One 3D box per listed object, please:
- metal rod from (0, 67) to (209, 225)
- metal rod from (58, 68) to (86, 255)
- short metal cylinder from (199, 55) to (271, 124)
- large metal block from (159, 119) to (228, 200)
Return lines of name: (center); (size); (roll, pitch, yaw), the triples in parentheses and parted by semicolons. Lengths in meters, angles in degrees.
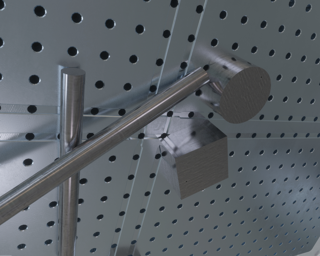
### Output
metal rod: (-0.064, 0.015, 0.358); (0.301, 0.025, 0.025); (-35, 130, -16)
metal rod: (-0.115, 0.071, 0.392); (0.025, 0.025, 0.298); (-4, 121, -27)
short metal cylinder: (0.100, -0.053, 0.418); (0.081, 0.050, 0.079); (-14, 124, -21)
large metal block: (0.051, 0.045, 0.451); (0.081, 0.050, 0.080); (-22, 127, -16)
